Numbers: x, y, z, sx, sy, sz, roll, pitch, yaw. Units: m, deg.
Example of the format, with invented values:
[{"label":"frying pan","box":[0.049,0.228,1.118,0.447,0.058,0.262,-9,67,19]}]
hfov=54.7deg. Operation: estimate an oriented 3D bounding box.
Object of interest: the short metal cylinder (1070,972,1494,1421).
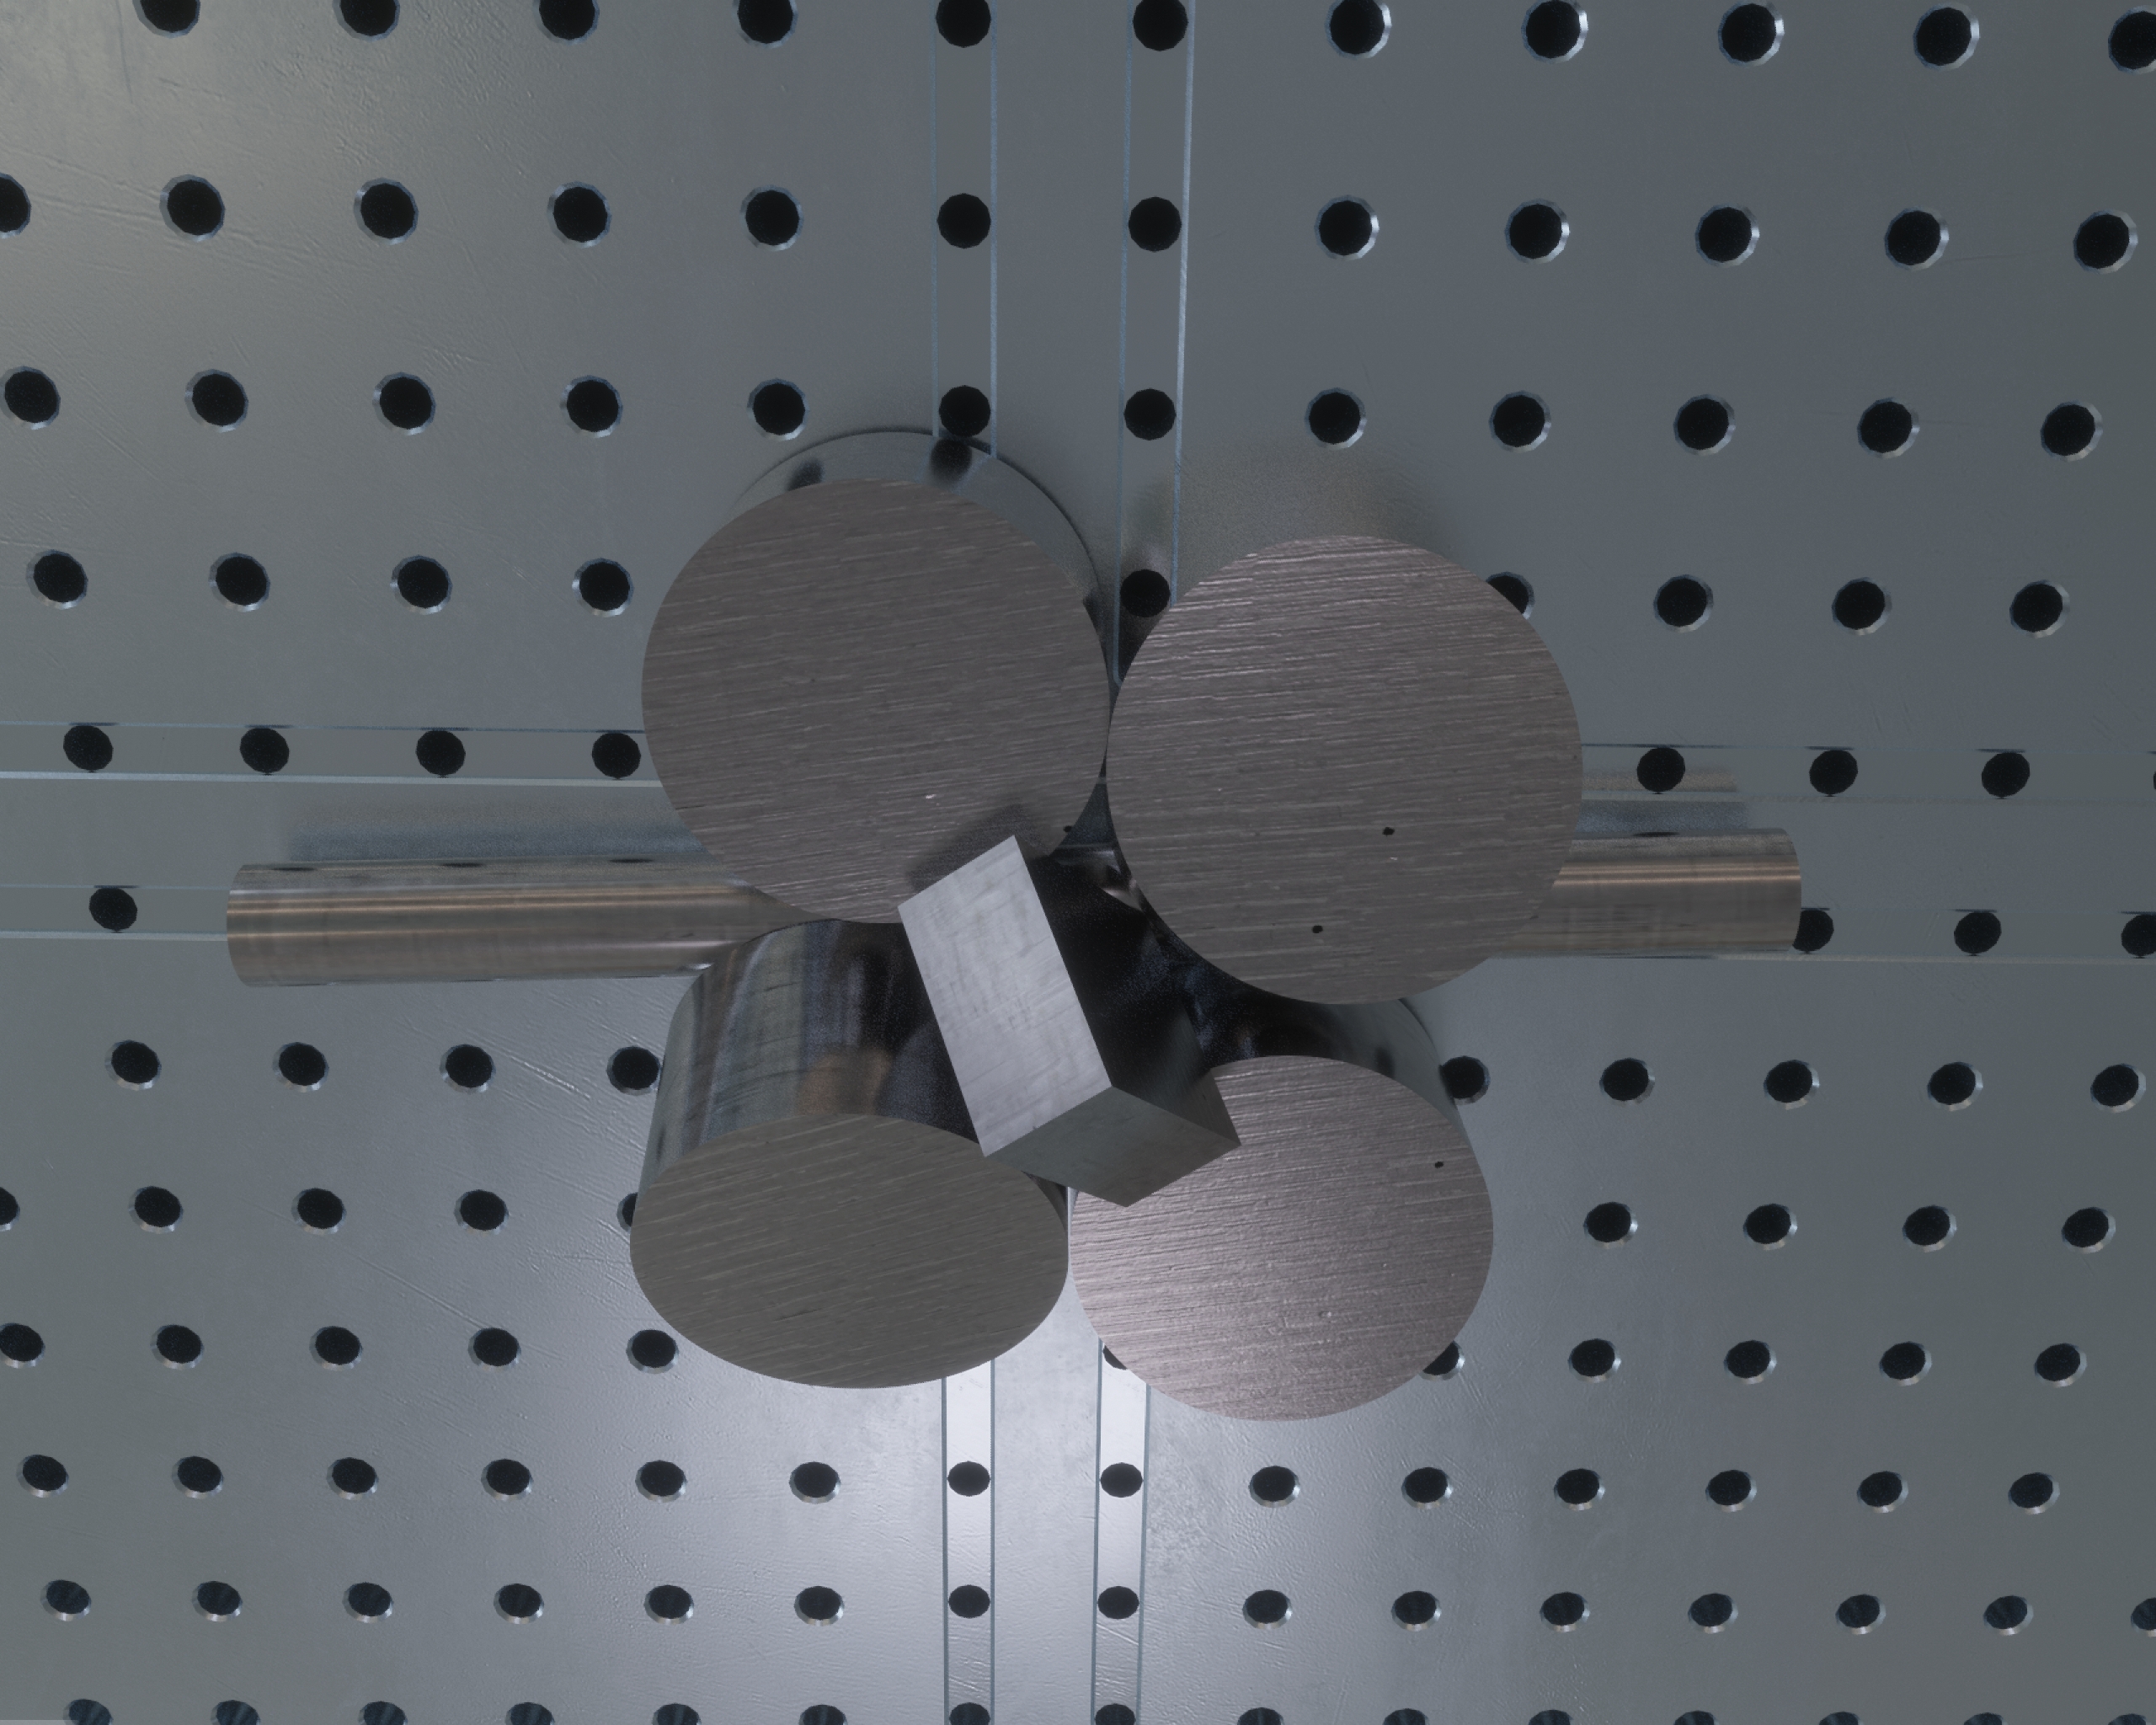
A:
[{"label":"short metal cylinder","box":[0.039,0.064,0.420,0.081,0.050,0.079,0,110,0]}]

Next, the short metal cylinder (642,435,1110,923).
[{"label":"short metal cylinder","box":[-0.035,-0.035,0.383,0.081,0.050,0.079,0,110,0]}]

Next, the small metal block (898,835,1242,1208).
[{"label":"small metal block","box":[-0.001,0.029,0.369,0.025,0.050,0.050,-32,149,17]}]

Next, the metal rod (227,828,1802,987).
[{"label":"metal rod","box":[-0.012,0.009,0.412,0.302,0.025,0.025,-1,110,0]}]

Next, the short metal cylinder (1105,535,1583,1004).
[{"label":"short metal cylinder","box":[0.045,-0.015,0.377,0.081,0.050,0.080,0,87,0]}]

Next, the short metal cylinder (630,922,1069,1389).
[{"label":"short metal cylinder","box":[-0.042,0.057,0.404,0.081,0.050,0.079,-1,130,-1]}]
